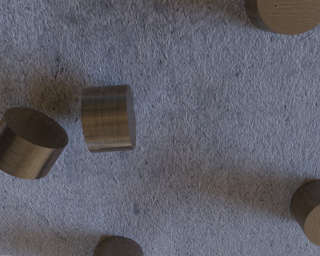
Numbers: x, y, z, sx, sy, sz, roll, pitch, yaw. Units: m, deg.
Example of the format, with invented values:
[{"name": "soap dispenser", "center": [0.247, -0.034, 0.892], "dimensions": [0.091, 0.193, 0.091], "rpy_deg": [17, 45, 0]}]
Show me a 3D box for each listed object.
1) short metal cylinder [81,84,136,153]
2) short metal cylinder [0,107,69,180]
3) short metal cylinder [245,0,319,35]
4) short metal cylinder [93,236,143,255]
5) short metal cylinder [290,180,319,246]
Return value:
[{"name": "short metal cylinder", "center": [-0.059, -0.011, 0.376], "dimensions": [0.050, 0.080, 0.079], "rpy_deg": [-4, 110, 1]}, {"name": "short metal cylinder", "center": [-0.163, 0.018, 0.386], "dimensions": [0.080, 0.080, 0.050], "rpy_deg": [33, 107, -12]}, {"name": "short metal cylinder", "center": [0.141, -0.146, 0.344], "dimensions": [0.081, 0.050, 0.079], "rpy_deg": [0, 110, 0]}, {"name": "short metal cylinder", "center": [-0.066, 0.215, 0.475], "dimensions": [0.081, 0.050, 0.079], "rpy_deg": [0, 110, 0]}, {"name": "short metal cylinder", "center": [0.236, 0.121, 0.443], "dimensions": [0.081, 0.050, 0.079], "rpy_deg": [0, 110, 0]}]
